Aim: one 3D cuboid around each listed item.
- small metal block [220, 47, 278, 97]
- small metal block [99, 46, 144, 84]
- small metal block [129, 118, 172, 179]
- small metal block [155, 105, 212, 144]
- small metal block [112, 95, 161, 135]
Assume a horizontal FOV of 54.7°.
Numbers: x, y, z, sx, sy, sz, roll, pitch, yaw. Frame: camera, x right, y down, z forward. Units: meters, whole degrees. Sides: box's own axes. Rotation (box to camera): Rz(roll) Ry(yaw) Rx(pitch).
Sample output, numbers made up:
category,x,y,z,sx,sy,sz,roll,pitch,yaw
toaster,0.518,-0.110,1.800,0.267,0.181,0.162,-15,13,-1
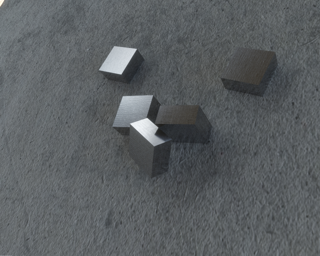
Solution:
category,x,y,z,sx,sy,sz,roll,pitch,yaw
small metal block,0.112,-0.071,0.389,0.050,0.025,0.050,19,72,35
small metal block,-0.062,-0.102,0.499,0.050,0.025,0.050,17,70,34
small metal block,-0.013,0.024,0.377,0.025,0.050,0.050,-20,43,-32
small metal block,0.030,-0.004,0.375,0.050,0.050,0.025,1,63,29
small metal block,-0.032,-0.017,0.431,0.050,0.025,0.050,1,62,28
